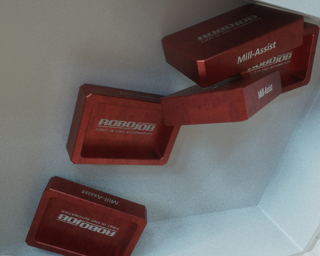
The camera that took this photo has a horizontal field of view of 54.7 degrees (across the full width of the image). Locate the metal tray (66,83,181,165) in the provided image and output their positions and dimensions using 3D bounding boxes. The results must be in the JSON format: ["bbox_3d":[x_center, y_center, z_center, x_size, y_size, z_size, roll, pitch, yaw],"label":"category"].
[{"bbox_3d":[-0.040,0.000,0.383,0.131,0.030,0.089,5,116,-31],"label":"metal tray"}]

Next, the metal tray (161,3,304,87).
[{"bbox_3d":[0.079,-0.098,0.348,0.131,0.090,0.030,-25,127,-13],"label":"metal tray"}]

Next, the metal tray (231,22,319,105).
[{"bbox_3d":[0.156,-0.090,0.434,0.131,0.030,0.089,-19,126,-17],"label":"metal tray"}]

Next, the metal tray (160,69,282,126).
[{"bbox_3d":[0.073,-0.036,0.347,0.131,0.090,0.030,-27,109,-51],"label":"metal tray"}]

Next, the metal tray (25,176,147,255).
[{"bbox_3d":[-0.093,0.125,0.399,0.131,0.030,0.089,22,108,-11],"label":"metal tray"}]
